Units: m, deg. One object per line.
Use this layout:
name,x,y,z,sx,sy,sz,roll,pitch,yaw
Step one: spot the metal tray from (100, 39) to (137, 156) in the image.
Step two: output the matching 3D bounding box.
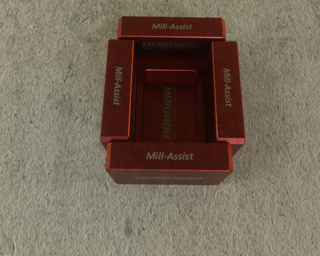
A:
metal tray,-0.047,-0.032,0.385,0.030,0.090,0.130,1,70,0

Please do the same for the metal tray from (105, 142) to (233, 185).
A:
metal tray,0.010,0.044,0.358,0.131,0.090,0.030,1,70,0

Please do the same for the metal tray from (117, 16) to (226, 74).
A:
metal tray,0.014,-0.107,0.413,0.131,0.090,0.030,1,70,0

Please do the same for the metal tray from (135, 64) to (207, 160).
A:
metal tray,0.014,-0.022,0.415,0.091,0.030,0.130,1,70,0

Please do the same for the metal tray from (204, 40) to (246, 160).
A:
metal tray,0.075,-0.031,0.386,0.030,0.090,0.130,1,70,0
